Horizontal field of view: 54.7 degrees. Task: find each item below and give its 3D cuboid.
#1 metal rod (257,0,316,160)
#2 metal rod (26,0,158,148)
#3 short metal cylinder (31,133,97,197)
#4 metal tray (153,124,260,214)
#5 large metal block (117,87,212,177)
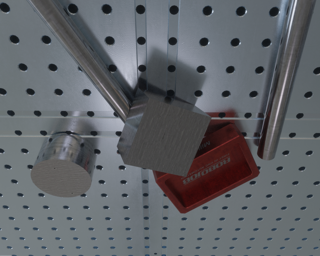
[{"bbox_3d":[0.144,-0.076,0.348,0.025,0.025,0.298,-3,130,2],"label":"metal rod"},{"bbox_3d":[-0.061,-0.048,0.369,0.025,0.025,0.300,-22,127,18],"label":"metal rod"},{"bbox_3d":[-0.134,0.054,0.440,0.081,0.050,0.079,0,130,0],"label":"short metal cylinder"},{"bbox_3d":[0.066,0.061,0.441,0.130,0.030,0.090,-29,126,6],"label":"metal tray"},{"bbox_3d":[0.003,0.005,0.375,0.081,0.050,0.079,15,105,-23],"label":"large metal block"}]
